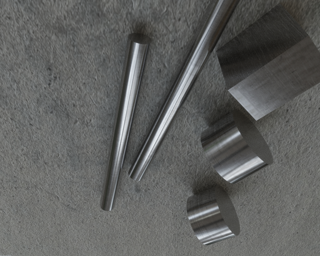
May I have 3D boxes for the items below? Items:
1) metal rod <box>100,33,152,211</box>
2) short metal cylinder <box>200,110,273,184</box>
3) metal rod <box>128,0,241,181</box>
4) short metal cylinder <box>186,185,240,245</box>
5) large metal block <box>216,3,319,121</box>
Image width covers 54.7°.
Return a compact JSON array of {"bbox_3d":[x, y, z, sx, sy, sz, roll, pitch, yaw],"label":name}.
[{"bbox_3d":[-0.054,0.016,0.420,0.025,0.025,0.298,10,130,-8],"label":"metal rod"},{"bbox_3d":[0.097,0.024,0.392,0.080,0.080,0.050,37,121,-27],"label":"short metal cylinder"},{"bbox_3d":[0.019,-0.036,0.376,0.025,0.025,0.298,17,128,-14],"label":"metal rod"},{"bbox_3d":[0.084,0.137,0.489,0.050,0.080,0.080,-28,125,21],"label":"short metal cylinder"},{"bbox_3d":[0.110,-0.068,0.315,0.080,0.080,0.050,-35,122,26],"label":"large metal block"}]
